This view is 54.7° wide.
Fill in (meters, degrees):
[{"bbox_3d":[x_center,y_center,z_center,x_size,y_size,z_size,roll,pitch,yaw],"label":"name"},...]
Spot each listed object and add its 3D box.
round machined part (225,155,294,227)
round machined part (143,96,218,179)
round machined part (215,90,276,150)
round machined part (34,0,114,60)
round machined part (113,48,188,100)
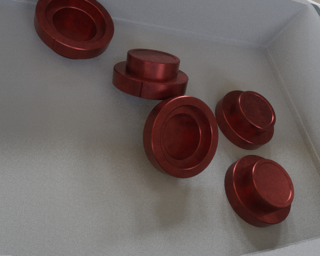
[{"bbox_3d":[0.141,0.081,0.421,0.099,0.042,0.098,14,56,-21],"label":"round machined part"},{"bbox_3d":[0.022,0.010,0.382,0.099,0.042,0.097,-2,93,-32],"label":"round machined part"},{"bbox_3d":[0.139,-0.019,0.480,0.099,0.042,0.098,14,56,-21],"label":"round machined part"},{"bbox_3d":[-0.114,-0.131,0.410,0.099,0.042,0.098,13,59,-23],"label":"round machined part"},{"bbox_3d":[-0.011,-0.074,0.404,0.099,0.042,0.098,8,26,-4],"label":"round machined part"}]
